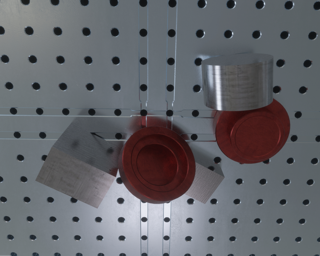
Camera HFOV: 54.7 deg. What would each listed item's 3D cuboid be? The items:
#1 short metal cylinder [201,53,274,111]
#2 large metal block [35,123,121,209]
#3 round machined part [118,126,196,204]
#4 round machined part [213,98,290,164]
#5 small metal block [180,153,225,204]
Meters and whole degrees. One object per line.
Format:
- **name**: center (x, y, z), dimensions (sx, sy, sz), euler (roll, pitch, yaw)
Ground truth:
- **short metal cylinder**: center (0.090, -0.056, 0.364), dimensions (0.080, 0.080, 0.050), euler (-6, 110, 2)
- **large metal block**: center (-0.099, 0.046, 0.400), dimensions (0.080, 0.080, 0.050), euler (28, 108, -10)
- **round machined part**: center (-0.007, 0.050, 0.404), dimensions (0.098, 0.098, 0.042), euler (28, 149, -10)
- **round machined part**: center (0.122, 0.004, 0.407), dimensions (0.099, 0.042, 0.097), euler (0, 110, 0)
- **small metal block**: center (0.055, 0.072, 0.440), dimensions (0.050, 0.025, 0.050), euler (28, 108, -10)
